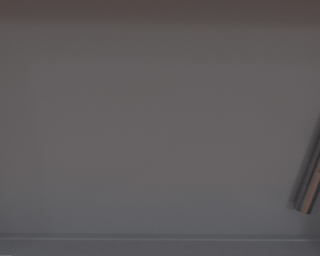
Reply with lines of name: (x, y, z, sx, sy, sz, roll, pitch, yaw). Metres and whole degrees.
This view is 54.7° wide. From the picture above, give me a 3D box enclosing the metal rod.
metal rod: (0.236, -0.018, 0.408, 0.025, 0.025, 0.298, 9, 110, -4)
